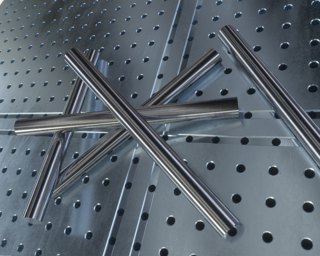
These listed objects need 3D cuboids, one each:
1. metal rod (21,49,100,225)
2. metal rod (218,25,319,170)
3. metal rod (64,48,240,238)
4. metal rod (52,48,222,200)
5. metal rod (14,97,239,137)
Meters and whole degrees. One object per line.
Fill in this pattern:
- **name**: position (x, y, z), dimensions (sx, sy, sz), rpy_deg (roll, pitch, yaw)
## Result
- **metal rod**: position (-0.137, -0.008, 0.462), dimensions (0.025, 0.025, 0.300), rpy_deg (-9, 51, 23)
- **metal rod**: position (0.141, -0.026, 0.349), dimensions (0.025, 0.025, 0.299), rpy_deg (-30, 52, 9)
- **metal rod**: position (-0.024, 0.001, 0.367), dimensions (0.025, 0.025, 0.300), rpy_deg (-43, 67, -1)
- **metal rod**: position (-0.038, -0.006, 0.430), dimensions (0.300, 0.025, 0.025), rpy_deg (-40, 51, 1)
- **metal rod**: position (-0.052, -0.013, 0.407), dimensions (0.301, 0.025, 0.025), rpy_deg (-5, 59, 13)
